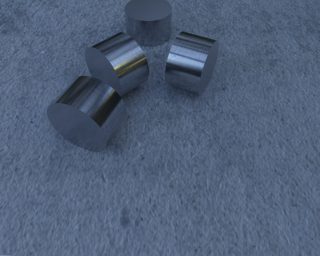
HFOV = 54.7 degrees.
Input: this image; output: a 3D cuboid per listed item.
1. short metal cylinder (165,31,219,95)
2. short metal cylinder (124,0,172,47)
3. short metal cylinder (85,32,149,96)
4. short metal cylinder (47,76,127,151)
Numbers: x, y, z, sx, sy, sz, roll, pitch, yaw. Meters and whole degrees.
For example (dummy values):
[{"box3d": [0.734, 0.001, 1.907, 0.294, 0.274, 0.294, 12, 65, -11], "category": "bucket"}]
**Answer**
[{"box3d": [0.047, -0.093, 0.446, 0.050, 0.080, 0.080, 20, 53, 16], "category": "short metal cylinder"}, {"box3d": [-0.020, -0.187, 0.544, 0.081, 0.050, 0.080, 0, 50, 0], "category": "short metal cylinder"}, {"box3d": [-0.061, -0.088, 0.441, 0.050, 0.080, 0.080, -37, 59, -27], "category": "short metal cylinder"}, {"box3d": [-0.089, -0.017, 0.381, 0.080, 0.080, 0.050, 18, 53, 14], "category": "short metal cylinder"}]
